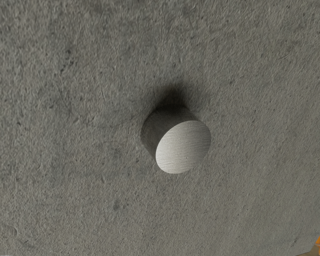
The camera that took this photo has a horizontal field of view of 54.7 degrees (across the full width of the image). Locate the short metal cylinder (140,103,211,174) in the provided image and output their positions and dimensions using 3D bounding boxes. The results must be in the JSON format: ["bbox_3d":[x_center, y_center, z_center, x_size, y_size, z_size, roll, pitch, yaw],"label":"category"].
[{"bbox_3d":[0.021,0.014,0.414,0.081,0.050,0.079,-14,125,-21],"label":"short metal cylinder"}]
